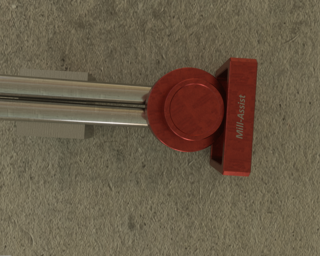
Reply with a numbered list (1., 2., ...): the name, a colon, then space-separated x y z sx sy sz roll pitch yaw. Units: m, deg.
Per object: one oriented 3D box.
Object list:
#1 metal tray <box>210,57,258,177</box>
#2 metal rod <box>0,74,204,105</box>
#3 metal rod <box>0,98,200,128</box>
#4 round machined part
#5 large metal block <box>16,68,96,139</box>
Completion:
1. metal tray: 0.087 -0.012 0.379 0.030 0.090 0.129 4 90 0
2. metal rod: -0.064 -0.042 0.365 0.302 0.025 0.025 2 90 -13
3. metal rod: -0.066 -0.015 0.365 0.302 0.025 0.025 3 90 -13
4. round machined part: 0.034 -0.021 0.354 0.099 0.042 0.097 0 92 -11
5. large metal block: -0.128 -0.029 0.393 0.081 0.050 0.079 3 90 -1
